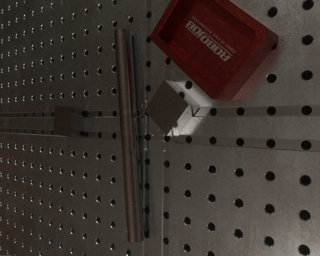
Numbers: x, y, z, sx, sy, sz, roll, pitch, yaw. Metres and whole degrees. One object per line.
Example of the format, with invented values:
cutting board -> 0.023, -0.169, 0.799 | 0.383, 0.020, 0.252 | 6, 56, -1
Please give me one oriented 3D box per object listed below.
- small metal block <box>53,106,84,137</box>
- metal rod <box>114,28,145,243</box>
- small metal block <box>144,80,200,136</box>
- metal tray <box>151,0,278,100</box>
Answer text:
small metal block -> -0.158, -0.012, 0.537 | 0.050, 0.025, 0.050 | 7, 95, 39
metal rod -> -0.044, 0.008, 0.442 | 0.025, 0.025, 0.298 | -7, 86, 39
small metal block -> 0.015, -0.025, 0.396 | 0.050, 0.025, 0.050 | 49, 118, 28
metal tray -> 0.055, -0.105, 0.358 | 0.130, 0.030, 0.089 | 50, 119, 28
